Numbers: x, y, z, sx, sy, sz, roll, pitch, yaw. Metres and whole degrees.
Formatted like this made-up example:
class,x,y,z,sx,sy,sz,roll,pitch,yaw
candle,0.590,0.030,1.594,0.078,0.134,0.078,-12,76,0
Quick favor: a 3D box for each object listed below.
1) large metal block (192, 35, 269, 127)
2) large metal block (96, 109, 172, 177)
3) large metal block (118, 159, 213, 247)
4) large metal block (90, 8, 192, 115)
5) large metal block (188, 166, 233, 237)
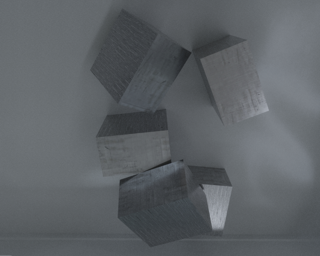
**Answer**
class,x,y,z,sx,sy,sz,roll,pitch,yaw
large metal block,0.079,-0.058,0.362,0.050,0.080,0.080,-21,109,7
large metal block,-0.029,0.016,0.387,0.080,0.080,0.050,-6,110,2
large metal block,0.007,0.091,0.363,0.080,0.050,0.080,-20,132,14
large metal block,-0.025,-0.074,0.347,0.050,0.080,0.080,15,114,-44
large metal block,0.050,0.101,0.436,0.081,0.050,0.079,5,110,-3
